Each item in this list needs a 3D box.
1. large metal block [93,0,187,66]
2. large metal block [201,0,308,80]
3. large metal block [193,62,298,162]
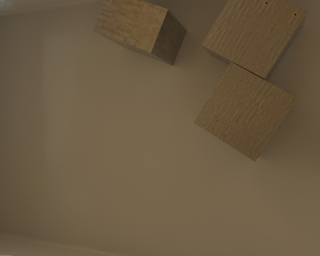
[{"bbox_3d":[-0.022,-0.122,0.388,0.080,0.080,0.050,25,98,18],"label":"large metal block"},{"bbox_3d":[0.108,-0.107,0.359,0.080,0.050,0.080,33,101,16],"label":"large metal block"},{"bbox_3d":[0.099,-0.019,0.362,0.080,0.050,0.080,34,101,16],"label":"large metal block"}]
